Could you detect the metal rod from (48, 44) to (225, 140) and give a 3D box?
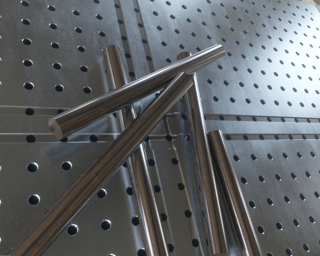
[{"bbox_3d":[-0.006,-0.062,0.410,0.302,0.025,0.025,-32,80,-38],"label":"metal rod"}]

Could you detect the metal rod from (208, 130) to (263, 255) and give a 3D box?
[{"bbox_3d":[0.108,0.140,0.382,0.025,0.025,0.299,1,61,-28],"label":"metal rod"}]

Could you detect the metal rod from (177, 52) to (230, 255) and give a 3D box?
[{"bbox_3d":[0.054,0.015,0.429,0.025,0.025,0.299,8,58,-24],"label":"metal rod"}]

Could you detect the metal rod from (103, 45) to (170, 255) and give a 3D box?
[{"bbox_3d":[-0.033,0.023,0.377,0.025,0.025,0.299,-1,62,-29],"label":"metal rod"}]

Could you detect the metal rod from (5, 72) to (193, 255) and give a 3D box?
[{"bbox_3d":[-0.051,0.033,0.336,0.025,0.025,0.301,41,59,-1],"label":"metal rod"}]
